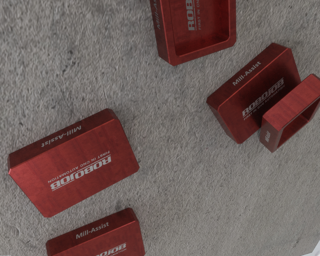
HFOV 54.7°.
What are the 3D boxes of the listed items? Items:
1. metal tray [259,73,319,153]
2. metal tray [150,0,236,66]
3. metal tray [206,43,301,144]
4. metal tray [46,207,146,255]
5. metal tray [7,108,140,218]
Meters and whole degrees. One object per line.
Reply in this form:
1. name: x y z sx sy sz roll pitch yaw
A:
1. metal tray: 0.195 -0.016 0.464 0.090 0.030 0.130 -40 156 -1
2. metal tray: 0.036 -0.142 0.334 0.091 0.030 0.129 -22 127 -15
3. metal tray: 0.140 -0.048 0.450 0.130 0.030 0.090 -40 130 -1
4. metal tray: -0.092 0.183 0.466 0.131 0.030 0.089 -19 126 -18
5. metal tray: -0.099 0.043 0.376 0.131 0.030 0.090 -27 128 -12
